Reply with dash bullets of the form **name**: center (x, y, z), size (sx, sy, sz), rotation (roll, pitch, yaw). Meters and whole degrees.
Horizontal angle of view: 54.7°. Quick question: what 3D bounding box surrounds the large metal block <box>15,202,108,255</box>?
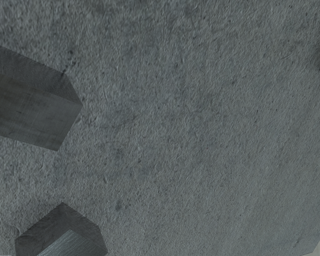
- **large metal block**: center (-0.132, 0.160, 0.417), size (0.080, 0.050, 0.080), rotation (-39, 129, -2)

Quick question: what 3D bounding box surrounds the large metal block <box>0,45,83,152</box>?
- **large metal block**: center (-0.127, -0.030, 0.283), size (0.080, 0.080, 0.050), rotation (22, 106, -37)
